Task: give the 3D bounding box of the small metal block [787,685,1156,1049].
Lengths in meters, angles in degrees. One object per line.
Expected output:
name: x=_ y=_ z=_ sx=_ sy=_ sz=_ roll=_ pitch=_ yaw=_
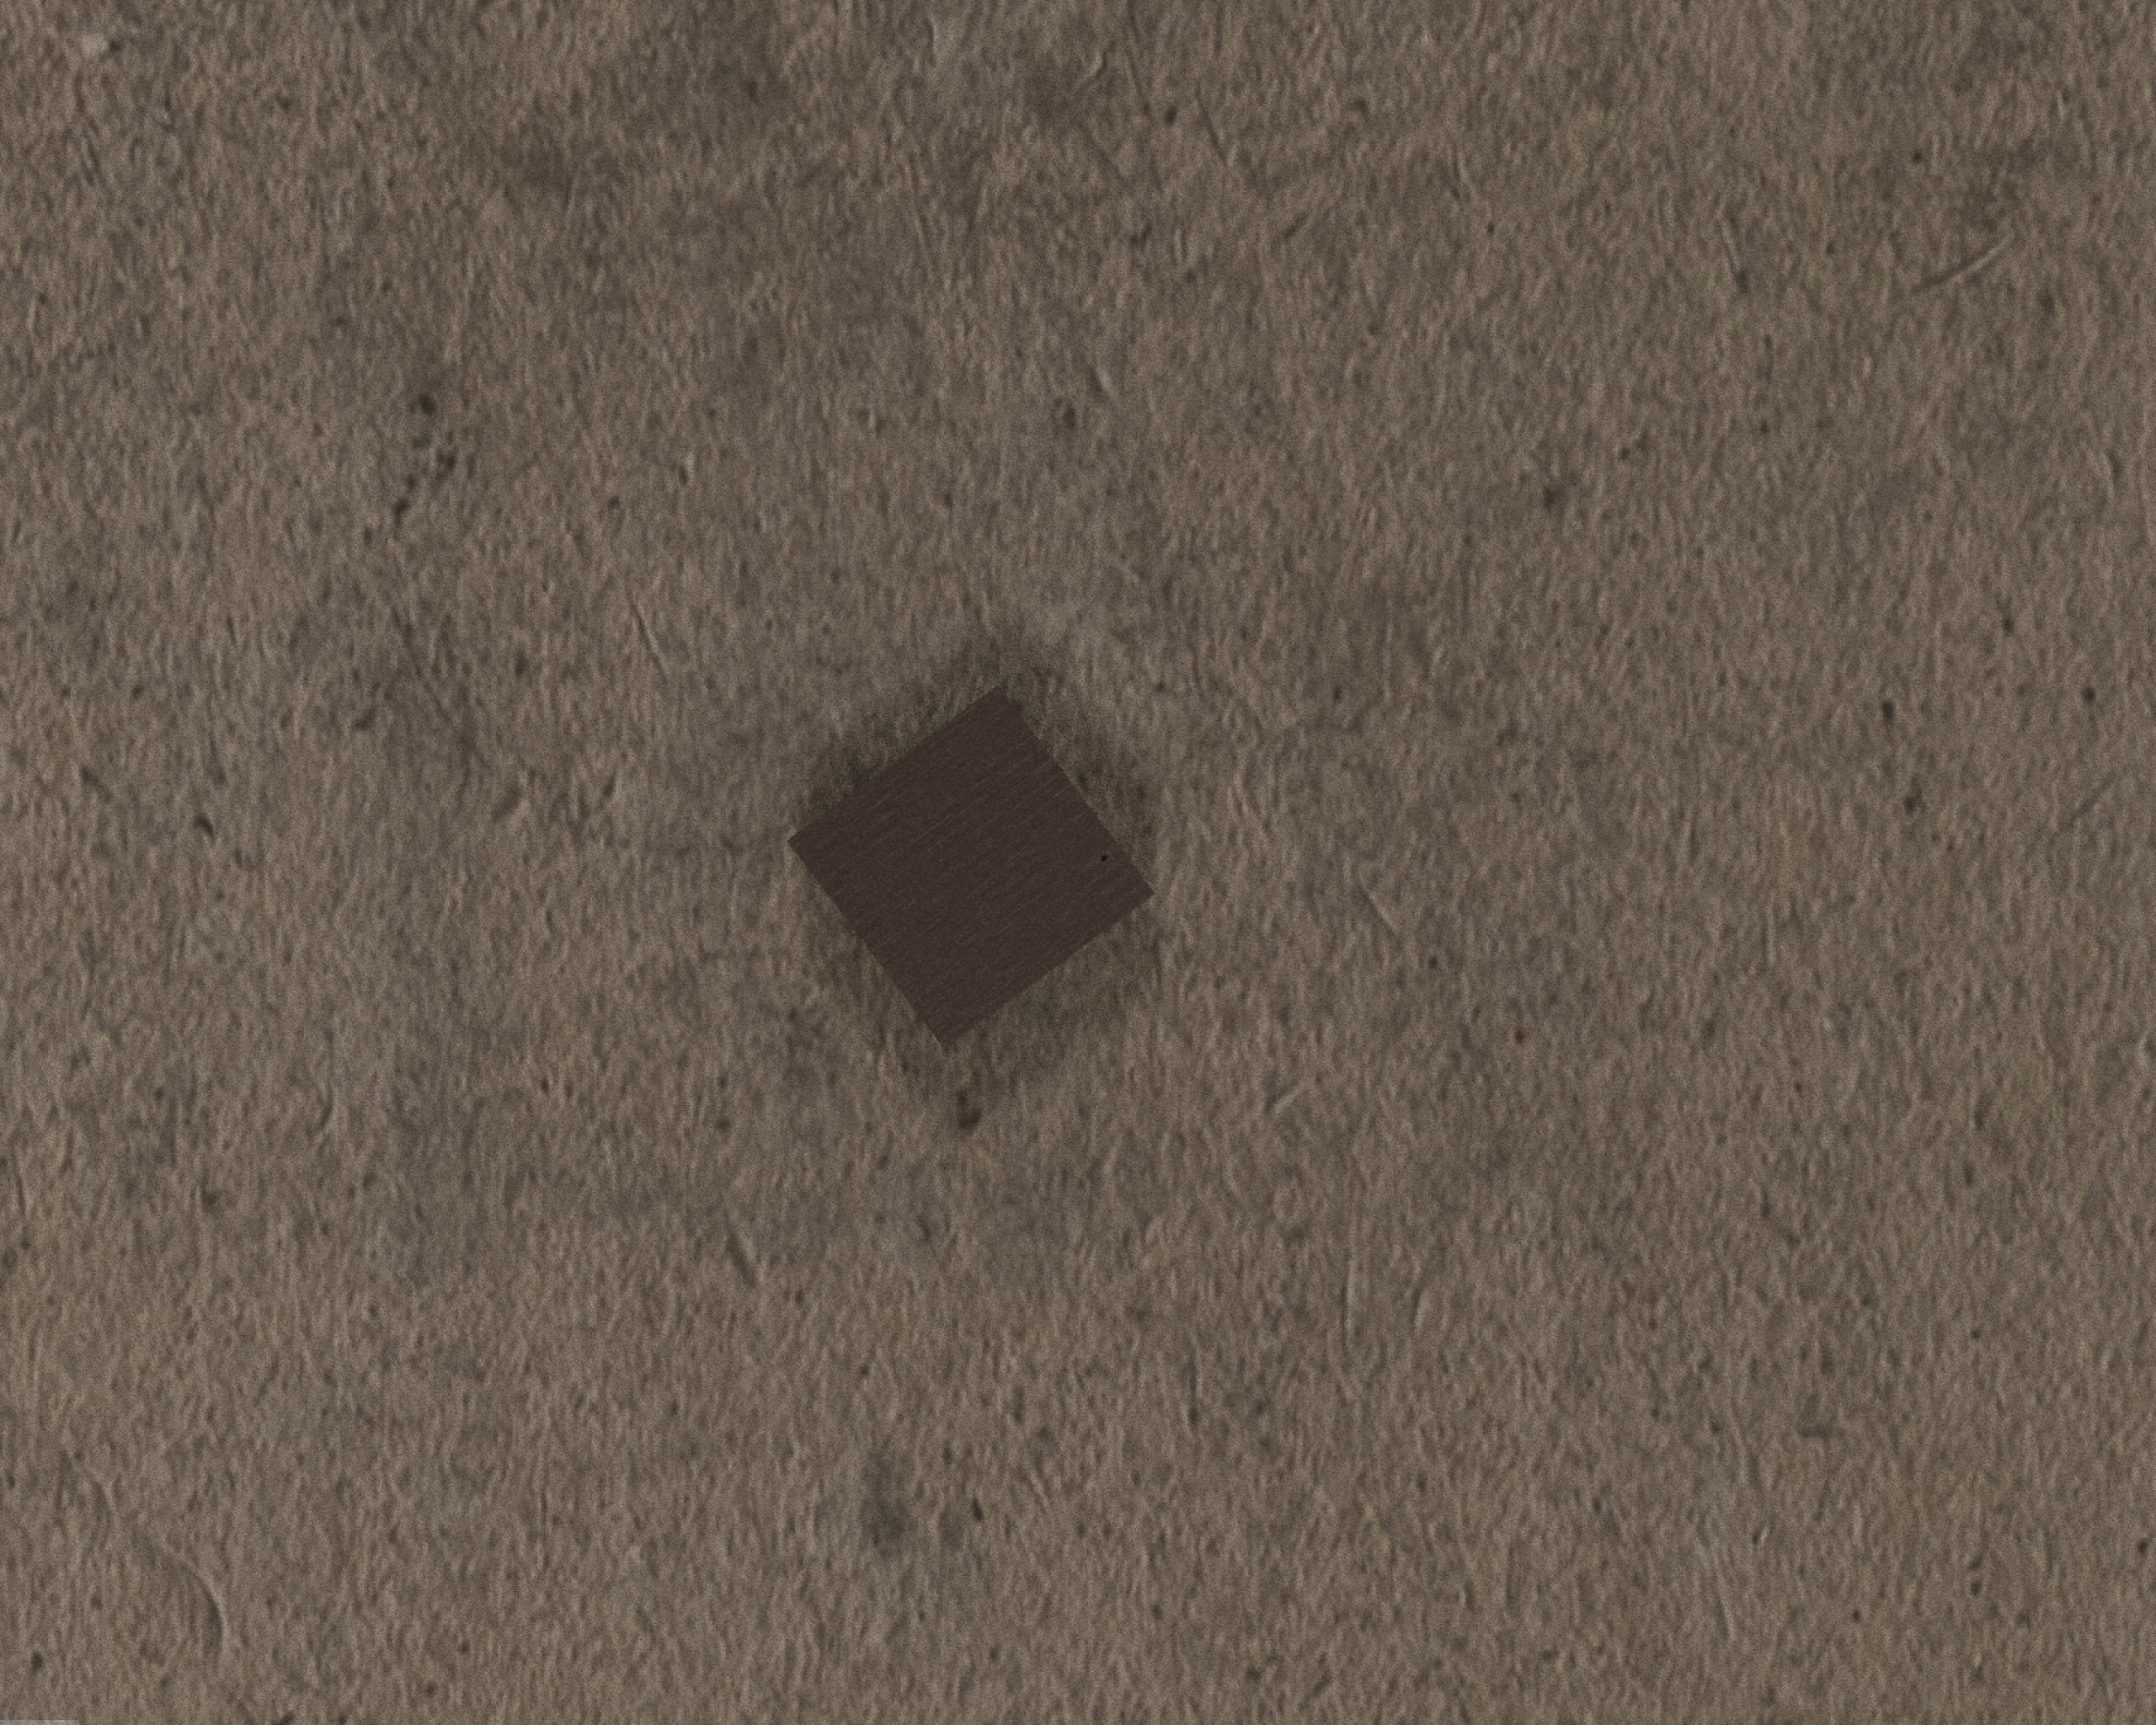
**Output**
small metal block: x=-0.020 y=0.001 z=0.411 sx=0.050 sy=0.025 sz=0.050 roll=-37 pitch=90 yaw=0
